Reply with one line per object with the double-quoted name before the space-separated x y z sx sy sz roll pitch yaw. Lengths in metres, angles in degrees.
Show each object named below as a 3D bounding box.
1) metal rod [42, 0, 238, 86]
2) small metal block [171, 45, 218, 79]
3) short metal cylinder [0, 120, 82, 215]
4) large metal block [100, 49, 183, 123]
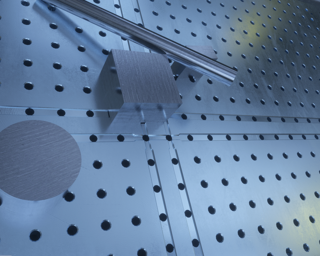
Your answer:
"metal rod" -0.033 -0.133 0.437 0.301 0.025 0.025 25 52 0
"small metal block" 0.053 -0.103 0.485 0.050 0.050 0.025 -9 66 -33
"short metal cylinder" -0.123 0.039 0.303 0.081 0.050 0.080 14 56 -21
"large metal block" -0.027 -0.054 0.412 0.081 0.050 0.080 -2 63 -29
